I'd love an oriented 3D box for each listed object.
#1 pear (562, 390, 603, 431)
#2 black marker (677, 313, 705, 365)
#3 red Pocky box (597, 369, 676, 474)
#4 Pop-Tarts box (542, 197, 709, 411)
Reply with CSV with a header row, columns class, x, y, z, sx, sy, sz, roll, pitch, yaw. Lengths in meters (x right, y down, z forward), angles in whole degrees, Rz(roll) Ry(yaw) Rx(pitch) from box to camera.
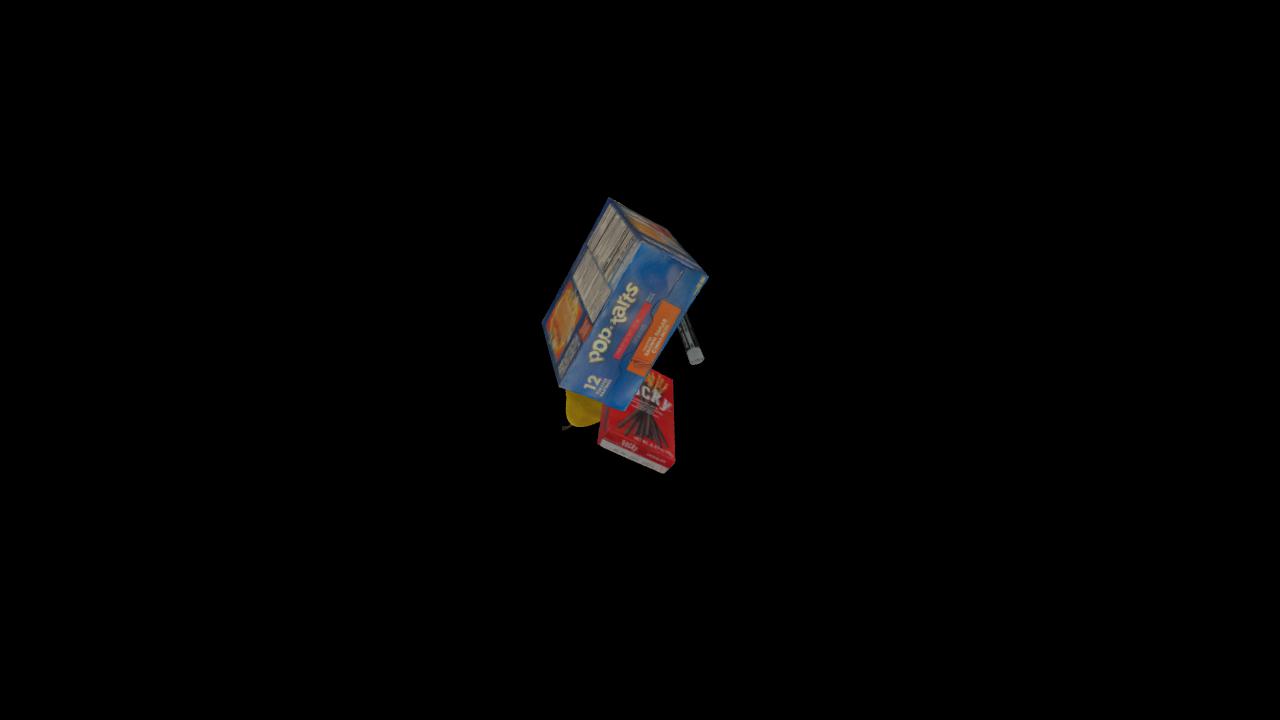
class,x,y,z,sx,sy,sz,roll,pitch,yaw
pear,-0.057,0.051,0.730,0.080,0.111,0.080,20,25,-10
black marker,0.052,-0.051,0.770,0.020,0.121,0.020,-16,-23,-7
red Pocky box,-0.001,0.055,0.697,0.083,0.028,0.155,26,30,-14
Pop-Tarts box,-0.024,-0.060,0.642,0.083,0.167,0.141,21,22,-26
